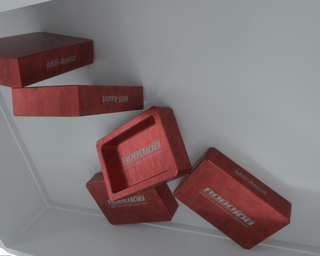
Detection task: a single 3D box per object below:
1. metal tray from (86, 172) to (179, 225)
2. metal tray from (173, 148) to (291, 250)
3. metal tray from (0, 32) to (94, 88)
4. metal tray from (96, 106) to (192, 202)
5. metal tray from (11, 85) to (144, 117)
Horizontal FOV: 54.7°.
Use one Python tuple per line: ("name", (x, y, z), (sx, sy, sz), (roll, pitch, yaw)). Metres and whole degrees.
("metal tray", (-0.046, 0.108, 0.495), (0.130, 0.030, 0.090), (-16, 111, 34))
("metal tray", (0.094, 0.096, 0.415), (0.130, 0.030, 0.089), (36, 129, 3))
("metal tray", (-0.152, -0.085, 0.364), (0.090, 0.131, 0.030), (14, 118, 20))
("metal tray", (-0.027, 0.037, 0.413), (0.130, 0.030, 0.090), (-29, 71, 37))
("metal tray", (-0.089, -0.033, 0.364), (0.090, 0.131, 0.030), (2, 97, 27))
